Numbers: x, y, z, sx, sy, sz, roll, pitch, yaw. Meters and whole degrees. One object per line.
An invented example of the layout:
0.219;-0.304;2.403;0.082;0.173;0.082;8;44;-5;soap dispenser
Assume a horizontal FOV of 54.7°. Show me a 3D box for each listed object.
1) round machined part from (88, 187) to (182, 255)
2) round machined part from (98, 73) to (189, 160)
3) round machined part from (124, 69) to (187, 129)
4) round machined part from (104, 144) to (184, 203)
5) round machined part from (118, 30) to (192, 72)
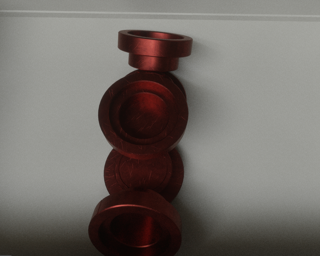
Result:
-0.025;0.104;0.341;0.099;0.097;0.042;6;33;2;round machined part
-0.018;-0.011;0.357;0.099;0.042;0.098;0;70;-1;round machined part
-0.014;-0.039;0.413;0.099;0.042;0.098;0;70;-1;round machined part
-0.020;0.053;0.379;0.099;0.042;0.098;0;70;-1;round machined part
-0.008;-0.104;0.417;0.099;0.098;0.042;7;113;2;round machined part
